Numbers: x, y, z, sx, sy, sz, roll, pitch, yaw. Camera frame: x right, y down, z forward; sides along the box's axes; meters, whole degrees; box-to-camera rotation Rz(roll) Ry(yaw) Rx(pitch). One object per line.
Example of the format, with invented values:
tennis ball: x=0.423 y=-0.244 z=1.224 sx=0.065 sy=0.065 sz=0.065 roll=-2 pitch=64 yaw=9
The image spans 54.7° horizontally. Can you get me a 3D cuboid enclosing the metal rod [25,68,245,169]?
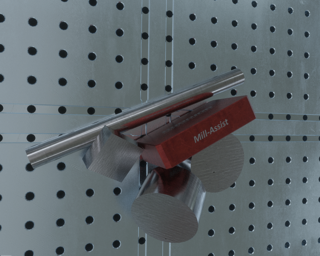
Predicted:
metal rod: x=-0.017 y=-0.020 z=0.402 sx=0.302 sy=0.025 sz=0.025 roll=-23 pitch=98 yaw=-19

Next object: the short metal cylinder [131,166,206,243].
short metal cylinder: x=0.012 y=0.092 z=0.377 sx=0.080 sy=0.080 sz=0.050 roll=49 pitch=34 yaw=-14

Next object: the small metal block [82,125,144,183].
small metal block: x=-0.056 y=0.032 z=0.375 sx=0.050 sy=0.025 sz=0.050 roll=31 pitch=96 yaw=-37

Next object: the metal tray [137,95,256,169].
metal tray: x=0.042 y=0.002 z=0.390 sx=0.131 sy=0.090 sz=0.030 roll=-28 pitch=100 yaw=-18

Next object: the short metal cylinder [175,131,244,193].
short metal cylinder: x=0.064 y=0.040 z=0.414 sx=0.081 sy=0.050 sz=0.079 roll=-4 pitch=100 yaw=-24
